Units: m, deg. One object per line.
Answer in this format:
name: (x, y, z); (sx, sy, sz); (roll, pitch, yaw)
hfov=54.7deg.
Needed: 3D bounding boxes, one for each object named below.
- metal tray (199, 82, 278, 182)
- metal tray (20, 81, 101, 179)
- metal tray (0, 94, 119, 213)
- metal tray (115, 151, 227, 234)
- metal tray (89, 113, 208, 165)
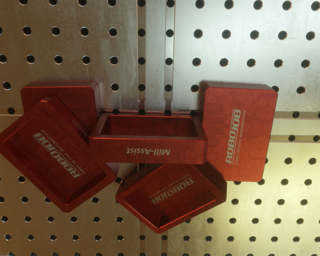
metal tray: (0.097, 0.007, 0.414); (0.091, 0.030, 0.129); (3, 110, -2)
metal tray: (-0.124, 0.005, 0.411); (0.091, 0.030, 0.129); (-1, 111, 0)
metal tray: (-0.126, 0.035, 0.388); (0.090, 0.030, 0.130); (-36, 107, 11)
metal tray: (0.014, 0.087, 0.423); (0.130, 0.030, 0.090); (-37, 108, 30)
metal tray: (-0.013, 0.010, 0.381); (0.131, 0.090, 0.030); (1, 110, -1)
